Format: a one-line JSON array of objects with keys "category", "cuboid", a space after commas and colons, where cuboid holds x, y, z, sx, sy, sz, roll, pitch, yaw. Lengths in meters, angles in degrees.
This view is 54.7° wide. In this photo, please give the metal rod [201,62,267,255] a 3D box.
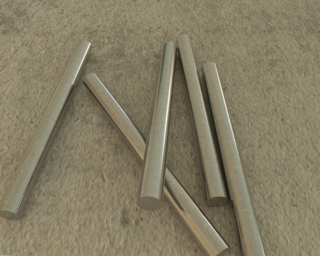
[{"category": "metal rod", "cuboid": [0.084, 0.021, 0.386, 0.025, 0.025, 0.300, -2, 50, -2]}]

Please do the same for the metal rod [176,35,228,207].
[{"category": "metal rod", "cuboid": [0.051, -0.034, 0.432, 0.025, 0.025, 0.300, -3, 50, -3]}]

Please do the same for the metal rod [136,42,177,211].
[{"category": "metal rod", "cuboid": [0.003, -0.030, 0.406, 0.025, 0.025, 0.300, 4, 43, 3]}]

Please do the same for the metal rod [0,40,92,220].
[{"category": "metal rod", "cuboid": [-0.142, -0.023, 0.420, 0.025, 0.025, 0.300, 5, 50, 4]}]

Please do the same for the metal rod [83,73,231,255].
[{"category": "metal rod", "cuboid": [-0.022, 0.026, 0.380, 0.025, 0.025, 0.300, -26, 55, -20]}]
